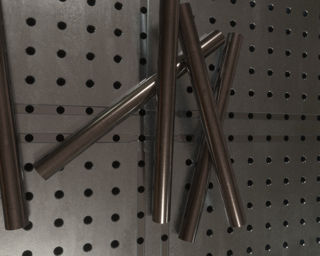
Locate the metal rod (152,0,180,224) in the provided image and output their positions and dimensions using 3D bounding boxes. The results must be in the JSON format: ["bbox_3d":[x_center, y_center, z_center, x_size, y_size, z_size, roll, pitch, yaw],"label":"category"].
[{"bbox_3d":[0.007,-0.025,0.393,0.025,0.025,0.298,-1,99,-20],"label":"metal rod"}]

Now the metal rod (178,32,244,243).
[{"bbox_3d":[0.073,0.009,0.441,0.025,0.025,0.299,16,85,-20],"label":"metal rod"}]

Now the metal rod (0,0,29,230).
[{"bbox_3d":[-0.178,-0.036,0.346,0.025,0.025,0.298,-7,93,-20],"label":"metal rod"}]

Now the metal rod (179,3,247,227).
[{"bbox_3d":[0.066,-0.012,0.410,0.025,0.025,0.298,-18,96,-19],"label":"metal rod"}]

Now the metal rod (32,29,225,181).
[{"bbox_3d":[-0.028,-0.039,0.402,0.301,0.025,0.025,-39,103,-16],"label":"metal rod"}]
